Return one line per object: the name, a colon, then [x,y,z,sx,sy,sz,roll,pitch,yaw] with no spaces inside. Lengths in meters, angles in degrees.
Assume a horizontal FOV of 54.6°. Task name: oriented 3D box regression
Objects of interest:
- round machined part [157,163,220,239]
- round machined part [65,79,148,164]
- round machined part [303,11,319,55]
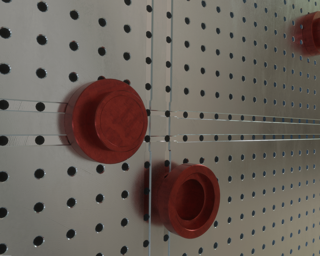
round machined part: [0.035,0.097,0.426,0.099,0.042,0.097,0,90,-40]
round machined part: [-0.053,-0.007,0.353,0.099,0.042,0.097,0,90,-40]
round machined part: [0.367,-0.216,0.703,0.099,0.042,0.097,0,90,-40]
